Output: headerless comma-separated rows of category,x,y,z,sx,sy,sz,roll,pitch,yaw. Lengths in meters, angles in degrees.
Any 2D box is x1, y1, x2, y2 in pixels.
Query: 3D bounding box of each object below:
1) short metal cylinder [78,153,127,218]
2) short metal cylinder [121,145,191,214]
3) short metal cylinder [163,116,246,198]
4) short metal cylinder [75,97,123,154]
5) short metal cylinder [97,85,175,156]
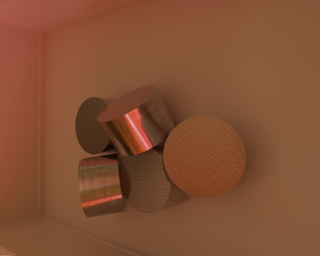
short metal cylinder,-0.076,0.077,0.420,0.050,0.080,0.080,-8,83,-3
short metal cylinder,-0.003,0.062,0.389,0.080,0.050,0.079,0,90,39
short metal cylinder,0.043,0.032,0.325,0.081,0.050,0.080,0,76,-1
short metal cylinder,-0.077,-0.003,0.448,0.080,0.050,0.079,0,90,39
short metal cylinder,-0.029,-0.010,0.381,0.080,0.080,0.050,-10,119,39
